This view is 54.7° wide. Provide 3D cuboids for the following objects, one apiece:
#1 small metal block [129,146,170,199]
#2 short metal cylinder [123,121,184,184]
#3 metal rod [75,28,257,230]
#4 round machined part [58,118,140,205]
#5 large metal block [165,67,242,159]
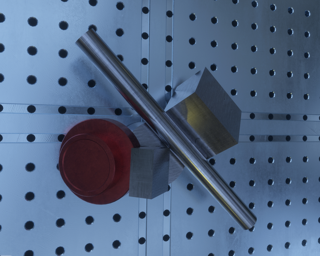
[{"bbox_3d":[-0.010,0.046,0.336,0.025,0.050,0.050,3,89,20],"label":"small metal block"},{"bbox_3d":[-0.013,0.031,0.390,0.081,0.050,0.079,0,90,-20],"label":"short metal cylinder"},{"bbox_3d":[0.017,0.012,0.362,0.025,0.025,0.300,-45,104,-14],"label":"metal rod"},{"bbox_3d":[-0.072,0.038,0.346,0.098,0.042,0.097,1,94,18],"label":"round machined part"},{"bbox_3d":[0.057,-0.020,0.394,0.080,0.050,0.080,48,32,-14],"label":"large metal block"}]
